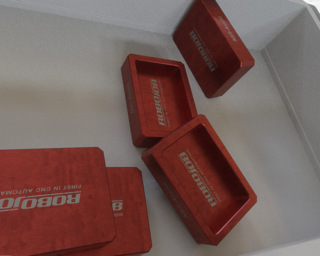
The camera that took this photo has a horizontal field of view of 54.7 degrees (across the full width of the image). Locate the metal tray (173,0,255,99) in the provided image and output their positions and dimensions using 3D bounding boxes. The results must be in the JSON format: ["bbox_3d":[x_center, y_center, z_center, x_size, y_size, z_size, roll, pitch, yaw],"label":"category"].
[{"bbox_3d":[0.079,-0.123,0.483,0.030,0.090,0.130,-15,70,-34],"label":"metal tray"}]

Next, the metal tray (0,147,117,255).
[{"bbox_3d":[-0.110,0.064,0.265,0.131,0.030,0.090,0,62,-29],"label":"metal tray"}]

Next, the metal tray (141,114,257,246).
[{"bbox_3d":[0.049,0.060,0.371,0.091,0.030,0.130,-34,93,-31],"label":"metal tray"}]

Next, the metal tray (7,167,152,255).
[{"bbox_3d":[-0.078,0.086,0.309,0.131,0.030,0.090,4,60,-27],"label":"metal tray"}]

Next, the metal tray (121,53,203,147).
[{"bbox_3d":[0.001,-0.037,0.427,0.091,0.030,0.130,3,60,-27],"label":"metal tray"}]
